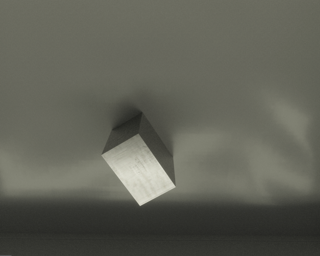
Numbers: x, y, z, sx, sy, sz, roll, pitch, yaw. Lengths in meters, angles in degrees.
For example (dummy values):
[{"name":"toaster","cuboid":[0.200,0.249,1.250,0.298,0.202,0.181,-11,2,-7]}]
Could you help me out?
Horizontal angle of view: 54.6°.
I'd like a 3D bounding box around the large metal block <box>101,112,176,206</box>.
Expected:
[{"name":"large metal block","cuboid":[-0.024,0.036,0.395,0.050,0.080,0.080,-30,107,10]}]
